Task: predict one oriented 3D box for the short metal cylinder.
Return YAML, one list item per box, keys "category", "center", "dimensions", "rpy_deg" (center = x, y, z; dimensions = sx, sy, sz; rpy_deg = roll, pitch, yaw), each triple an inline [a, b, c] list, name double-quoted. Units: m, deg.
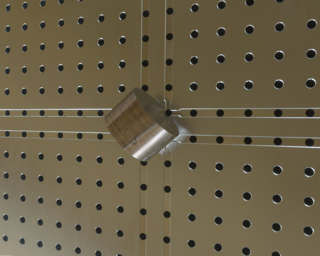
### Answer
- category: "short metal cylinder"
  center: [-0.022, -0.005, 0.389]
  dimensions: [0.050, 0.080, 0.080]
  rpy_deg: [-42, 77, 15]
